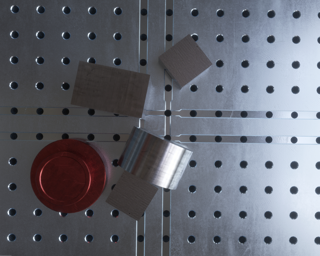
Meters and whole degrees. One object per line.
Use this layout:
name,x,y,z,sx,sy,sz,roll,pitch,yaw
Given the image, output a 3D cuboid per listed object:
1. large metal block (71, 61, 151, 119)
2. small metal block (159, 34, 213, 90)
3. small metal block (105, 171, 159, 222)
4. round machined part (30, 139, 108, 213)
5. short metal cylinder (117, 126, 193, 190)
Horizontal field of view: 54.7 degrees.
large metal block,-0.055,-0.043,0.385,0.080,0.080,0.050,11,90,-1
small metal block,0.033,-0.087,0.414,0.050,0.025,0.050,-37,90,0
small metal block,-0.036,0.087,0.413,0.050,0.025,0.050,31,90,-1
round machined part,-0.120,0.063,0.403,0.099,0.042,0.097,0,90,-1
short metal cylinder,-0.006,0.036,0.386,0.080,0.080,0.050,24,90,-1
